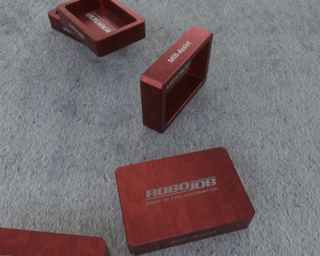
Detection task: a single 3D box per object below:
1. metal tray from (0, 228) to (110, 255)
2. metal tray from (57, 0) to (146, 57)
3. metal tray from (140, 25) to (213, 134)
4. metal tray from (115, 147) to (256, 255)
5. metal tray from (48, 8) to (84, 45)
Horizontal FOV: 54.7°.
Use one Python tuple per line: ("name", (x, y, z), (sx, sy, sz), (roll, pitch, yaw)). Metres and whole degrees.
("metal tray", (-0.119, 0.143, 0.279), (0.131, 0.030, 0.090), (5, 50, 3))
("metal tray", (-0.096, -0.174, 0.505), (0.091, 0.030, 0.130), (-31, 57, -24))
("metal tray", (0.024, -0.066, 0.415), (0.030, 0.090, 0.131), (26, 55, 20))
("metal tray", (0.023, 0.075, 0.337), (0.131, 0.030, 0.090), (-10, 51, -9))
("metal tray", (-0.124, -0.193, 0.560), (0.130, 0.030, 0.090), (31, 56, 23))
